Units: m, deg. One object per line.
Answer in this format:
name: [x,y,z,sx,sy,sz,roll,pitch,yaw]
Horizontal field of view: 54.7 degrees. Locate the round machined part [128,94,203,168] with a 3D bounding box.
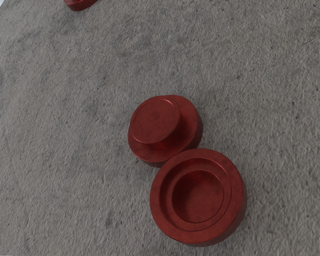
round machined part: [0.001,-0.002,0.394,0.098,0.042,0.098,-13,56,21]

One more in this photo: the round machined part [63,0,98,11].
round machined part: [-0.170,-0.304,0.669,0.098,0.042,0.098,-13,56,21]

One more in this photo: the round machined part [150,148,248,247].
round machined part: [0.042,0.074,0.325,0.098,0.042,0.098,-13,56,21]
